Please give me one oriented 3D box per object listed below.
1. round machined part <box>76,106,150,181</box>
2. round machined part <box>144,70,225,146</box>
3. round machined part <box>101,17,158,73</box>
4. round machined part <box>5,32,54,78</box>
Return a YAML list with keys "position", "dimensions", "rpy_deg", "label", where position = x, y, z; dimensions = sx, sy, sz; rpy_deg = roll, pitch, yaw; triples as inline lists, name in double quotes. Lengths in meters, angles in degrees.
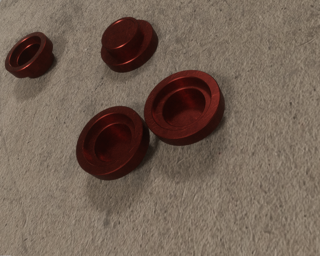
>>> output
- position: [-0.057, 0.023, 0.407]
  dimensions: [0.098, 0.042, 0.098]
  rpy_deg: [-13, 56, 20]
  label: "round machined part"
- position: [0.033, -0.021, 0.388]
  dimensions: [0.098, 0.042, 0.098]
  rpy_deg: [-13, 56, 20]
  label: "round machined part"
- position: [-0.056, -0.142, 0.508]
  dimensions: [0.098, 0.042, 0.098]
  rpy_deg: [-13, 56, 20]
  label: "round machined part"
- position: [-0.247, -0.136, 0.603]
  dimensions: [0.098, 0.042, 0.098]
  rpy_deg: [-13, 56, 20]
  label: "round machined part"
